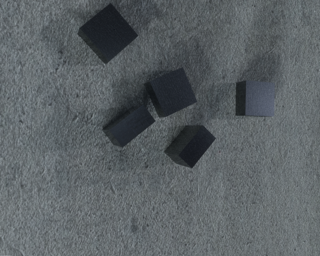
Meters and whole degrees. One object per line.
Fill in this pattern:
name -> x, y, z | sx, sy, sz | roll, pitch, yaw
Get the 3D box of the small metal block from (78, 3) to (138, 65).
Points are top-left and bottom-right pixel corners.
small metal block -> -0.065, -0.116, 0.385 | 0.050, 0.025, 0.050 | -45, 104, -14

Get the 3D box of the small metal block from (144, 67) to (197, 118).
small metal block -> 0.014, -0.047, 0.414 | 0.050, 0.025, 0.050 | -27, 99, -18

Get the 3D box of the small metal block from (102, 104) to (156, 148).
small metal block -> -0.040, -0.003, 0.381 | 0.050, 0.050, 0.025 | -39, 103, -16

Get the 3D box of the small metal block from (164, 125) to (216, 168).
small metal block -> 0.039, 0.023, 0.410 | 0.025, 0.050, 0.050 | 44, 76, -15

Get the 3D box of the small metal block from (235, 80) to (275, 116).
small metal block -> 0.142, -0.043, 0.461 | 0.050, 0.025, 0.050 | 1, 90, -20
